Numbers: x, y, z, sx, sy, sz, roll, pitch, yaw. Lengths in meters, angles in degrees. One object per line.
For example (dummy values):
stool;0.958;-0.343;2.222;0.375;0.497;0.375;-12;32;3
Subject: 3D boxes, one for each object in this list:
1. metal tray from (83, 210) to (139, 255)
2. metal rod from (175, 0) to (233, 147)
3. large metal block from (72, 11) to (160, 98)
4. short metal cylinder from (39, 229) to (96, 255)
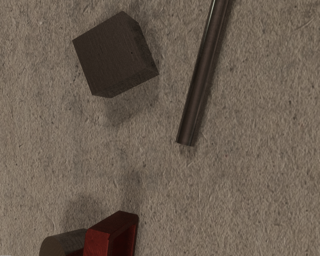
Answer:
metal tray;-0.065;0.182;0.395;0.030;0.090;0.129;8;93;18
metal rod;0.068;-0.124;0.384;0.025;0.025;0.298;16;95;19
large metal block;-0.058;-0.094;0.415;0.080;0.050;0.080;-24;82;18
short metal cylinder;-0.123;0.183;0.422;0.080;0.050;0.080;-2;87;44
